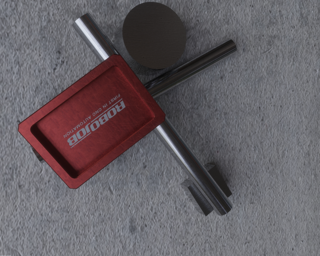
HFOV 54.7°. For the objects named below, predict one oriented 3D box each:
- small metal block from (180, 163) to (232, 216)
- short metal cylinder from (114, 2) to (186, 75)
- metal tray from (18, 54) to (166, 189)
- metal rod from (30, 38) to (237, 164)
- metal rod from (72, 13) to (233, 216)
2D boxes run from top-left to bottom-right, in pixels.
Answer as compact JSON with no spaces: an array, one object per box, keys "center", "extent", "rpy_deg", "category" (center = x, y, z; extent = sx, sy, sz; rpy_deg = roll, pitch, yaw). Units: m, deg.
[{"center":[0.065,0.086,0.435],"extent":[0.050,0.025,0.050],"rpy_deg":[-35,102,-17],"category":"small metal block"},{"center":[-0.014,-0.110,0.392],"extent":[0.081,0.050,0.079],"rpy_deg":[0,90,-21],"category":"short metal cylinder"},{"center":[-0.071,-0.008,0.341],"extent":[0.130,0.030,0.090],"rpy_deg":[-38,102,-4],"category":"metal tray"},{"center":[-0.020,-0.044,0.404],"extent":[0.302,0.025,0.025],"rpy_deg":[-31,101,-18],"category":"metal rod"},{"center":[-0.001,-0.007,0.385],"extent":[0.025,0.025,0.300],"rpy_deg":[-41,103,-16],"category":"metal rod"}]
